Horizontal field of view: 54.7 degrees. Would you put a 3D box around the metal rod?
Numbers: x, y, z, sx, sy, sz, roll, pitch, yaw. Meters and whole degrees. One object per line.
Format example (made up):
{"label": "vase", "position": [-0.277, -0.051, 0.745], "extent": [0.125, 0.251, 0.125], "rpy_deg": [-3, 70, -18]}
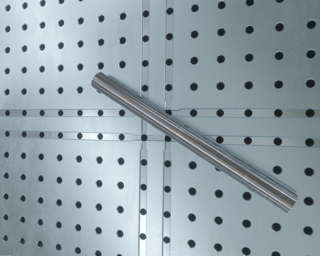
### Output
{"label": "metal rod", "position": [0.032, 0.010, 0.400], "extent": [0.300, 0.025, 0.025], "rpy_deg": [33, 101, 16]}
